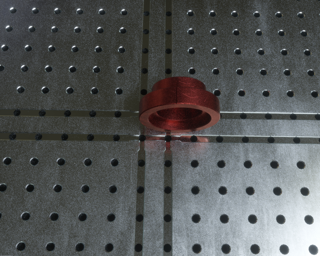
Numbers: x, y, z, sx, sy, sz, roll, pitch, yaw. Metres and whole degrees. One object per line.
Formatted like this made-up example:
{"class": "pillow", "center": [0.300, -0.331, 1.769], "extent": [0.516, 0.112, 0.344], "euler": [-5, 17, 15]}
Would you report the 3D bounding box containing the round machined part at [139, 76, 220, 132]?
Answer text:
{"class": "round machined part", "center": [0.024, -0.030, 0.384], "extent": [0.099, 0.098, 0.042], "euler": [0, 70, 0]}
